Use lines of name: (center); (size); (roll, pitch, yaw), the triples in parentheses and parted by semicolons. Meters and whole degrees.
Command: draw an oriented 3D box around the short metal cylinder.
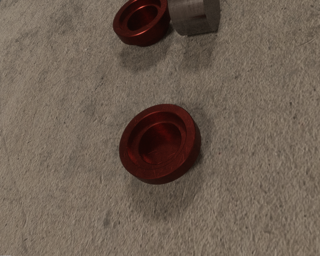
short metal cylinder: (0.051, -0.179, 0.450); (0.050, 0.080, 0.080); (-1, 61, 27)

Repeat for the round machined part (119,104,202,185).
round machined part: (0.003, 0.022, 0.376); (0.098, 0.042, 0.098); (-13, 56, 20)

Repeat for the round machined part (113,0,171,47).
round machined part: (-0.025, -0.174, 0.511); (0.098, 0.042, 0.098); (-13, 56, 20)
